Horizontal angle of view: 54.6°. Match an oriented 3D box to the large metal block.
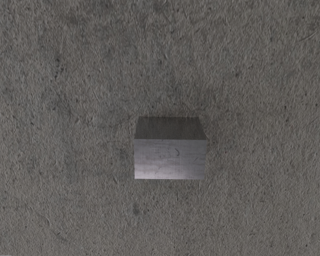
[{"bbox_3d":[0.011,0.022,0.389,0.080,0.080,0.050,1,110,0],"label":"large metal block"}]
